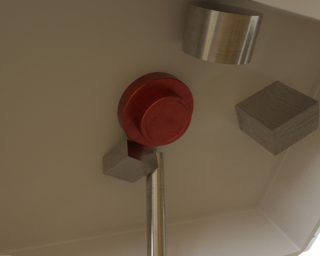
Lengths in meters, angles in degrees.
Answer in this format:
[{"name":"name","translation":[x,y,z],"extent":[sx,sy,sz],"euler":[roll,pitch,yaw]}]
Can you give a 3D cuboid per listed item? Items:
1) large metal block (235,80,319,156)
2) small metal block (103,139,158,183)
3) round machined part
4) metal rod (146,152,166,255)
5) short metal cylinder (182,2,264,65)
[{"name":"large metal block","translation":[0.172,-0.017,0.459],"extent":[0.080,0.080,0.050],"euler":[-30,129,-9]},{"name":"small metal block","translation":[-0.039,0.045,0.404],"extent":[0.050,0.025,0.050],"euler":[26,131,-38]},{"name":"round machined part","translation":[0.000,-0.017,0.389],"extent":[0.099,0.042,0.097],"euler":[-14,125,-21]},{"name":"metal rod","translation":[-0.004,0.180,0.397],"extent":[0.025,0.025,0.299],"euler":[7,74,-32]},{"name":"short metal cylinder","translation":[0.068,-0.107,0.345],"extent":[0.081,0.080,0.050],"euler":[-6,121,-26]}]
